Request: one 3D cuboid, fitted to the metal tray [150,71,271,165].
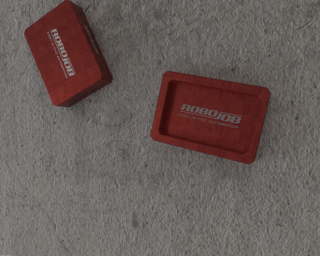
[{"bbox_3d":[0.061,-0.015,0.384,0.130,0.030,0.089,13,94,19],"label":"metal tray"}]

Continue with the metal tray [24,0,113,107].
[{"bbox_3d":[-0.136,-0.107,0.454,0.090,0.030,0.130,-27,81,17],"label":"metal tray"}]
